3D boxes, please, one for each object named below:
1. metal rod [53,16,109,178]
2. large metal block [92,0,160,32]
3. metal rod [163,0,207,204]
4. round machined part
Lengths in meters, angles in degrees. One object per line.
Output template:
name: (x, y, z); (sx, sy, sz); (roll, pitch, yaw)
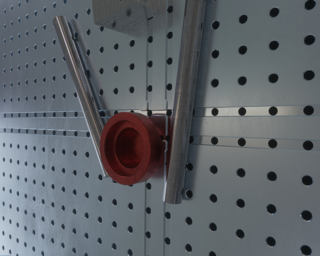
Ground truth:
metal rod: (-0.126, -0.062, 0.513); (0.025, 0.025, 0.299); (-35, 69, 34)
large metal block: (-0.051, -0.192, 0.435); (0.080, 0.050, 0.080); (-11, 83, 39)
metal rod: (0.032, -0.054, 0.382); (0.025, 0.025, 0.298); (11, 97, 39)
round machined part: (-0.035, 0.027, 0.427); (0.098, 0.042, 0.097); (0, 90, 40)
